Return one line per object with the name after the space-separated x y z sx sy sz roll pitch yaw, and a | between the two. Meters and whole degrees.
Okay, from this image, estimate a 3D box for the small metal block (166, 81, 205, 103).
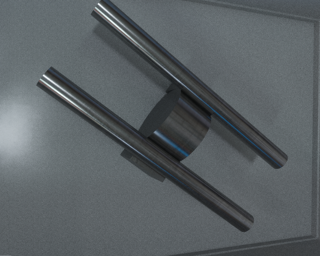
0.042 -0.045 0.412 0.050 0.050 0.025 38 78 -16 | small metal block

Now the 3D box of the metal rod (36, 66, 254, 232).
-0.003 0.035 0.357 0.301 0.025 0.025 37 78 -16 | metal rod

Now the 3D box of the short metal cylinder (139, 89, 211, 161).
0.017 -0.003 0.387 0.050 0.080 0.080 38 78 -17 | short metal cylinder

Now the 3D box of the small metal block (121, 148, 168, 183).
-0.017 0.040 0.390 0.050 0.050 0.025 38 78 -16 | small metal block

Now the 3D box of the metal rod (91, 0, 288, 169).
0.048 -0.043 0.375 0.301 0.025 0.025 38 78 -17 | metal rod
